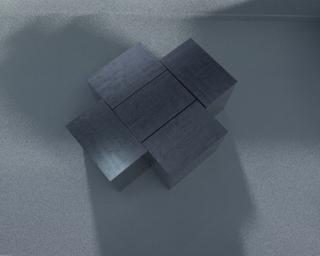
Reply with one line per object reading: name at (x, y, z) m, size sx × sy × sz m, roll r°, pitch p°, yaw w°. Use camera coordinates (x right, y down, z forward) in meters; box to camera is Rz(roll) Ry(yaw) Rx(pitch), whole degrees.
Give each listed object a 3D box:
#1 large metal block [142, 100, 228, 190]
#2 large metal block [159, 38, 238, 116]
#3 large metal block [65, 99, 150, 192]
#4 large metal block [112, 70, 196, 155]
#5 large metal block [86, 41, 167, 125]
large metal block at (0.027, 0.024, 0.372) m, size 0.080 × 0.080 × 0.050 m, roll -38°, pitch 75°, yaw -13°
large metal block at (0.044, -0.054, 0.400) m, size 0.050 × 0.080 × 0.080 m, roll -39°, pitch 75°, yaw -13°
large metal block at (-0.058, 0.024, 0.370) m, size 0.050 × 0.080 × 0.080 m, roll -39°, pitch 75°, yaw -13°
large metal block at (-0.006, -0.013, 0.384) m, size 0.080 × 0.080 × 0.050 m, roll -38°, pitch 75°, yaw -13°
large metal block at (-0.039, -0.049, 0.397) m, size 0.080 × 0.080 × 0.050 m, roll -38°, pitch 75°, yaw -13°
